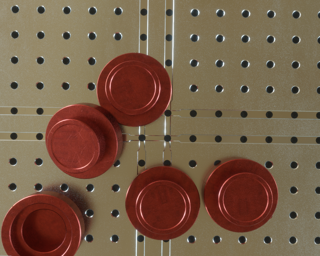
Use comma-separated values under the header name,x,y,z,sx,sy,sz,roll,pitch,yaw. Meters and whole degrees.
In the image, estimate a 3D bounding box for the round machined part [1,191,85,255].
name,x,y,z,sx,sy,sz,roll,pitch,yaw
round machined part,-0.147,0.130,0.403,0.099,0.042,0.097,0,90,-1

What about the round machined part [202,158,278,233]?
name,x,y,z,sx,sy,sz,roll,pitch,yaw
round machined part,0.107,0.089,0.406,0.099,0.042,0.097,0,90,-1

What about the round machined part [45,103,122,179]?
name,x,y,z,sx,sy,sz,roll,pitch,yaw
round machined part,-0.101,0.019,0.391,0.098,0.042,0.097,2,101,11

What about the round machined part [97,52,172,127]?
name,x,y,z,sx,sy,sz,roll,pitch,yaw
round machined part,-0.034,-0.050,0.404,0.099,0.042,0.097,0,90,-1

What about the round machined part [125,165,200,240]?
name,x,y,z,sx,sy,sz,roll,pitch,yaw
round machined part,0.004,0.099,0.405,0.099,0.042,0.097,0,90,-1
